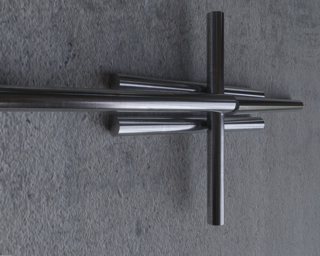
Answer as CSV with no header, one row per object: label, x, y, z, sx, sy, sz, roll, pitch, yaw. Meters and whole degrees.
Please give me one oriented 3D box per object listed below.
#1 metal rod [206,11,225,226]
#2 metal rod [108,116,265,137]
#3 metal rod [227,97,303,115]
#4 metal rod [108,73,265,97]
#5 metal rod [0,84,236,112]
metal rod,0.079,-0.013,0.443,0.025,0.025,0.298,0,90,-40
metal rod,0.062,-0.005,0.460,0.302,0.025,0.025,-1,91,-40
metal rod,0.194,-0.039,0.540,0.302,0.025,0.025,-5,94,-50
metal rod,0.062,-0.055,0.459,0.302,0.025,0.025,-1,91,-40
metal rod,-0.035,-0.030,0.345,0.303,0.025,0.025,-2,91,-31
